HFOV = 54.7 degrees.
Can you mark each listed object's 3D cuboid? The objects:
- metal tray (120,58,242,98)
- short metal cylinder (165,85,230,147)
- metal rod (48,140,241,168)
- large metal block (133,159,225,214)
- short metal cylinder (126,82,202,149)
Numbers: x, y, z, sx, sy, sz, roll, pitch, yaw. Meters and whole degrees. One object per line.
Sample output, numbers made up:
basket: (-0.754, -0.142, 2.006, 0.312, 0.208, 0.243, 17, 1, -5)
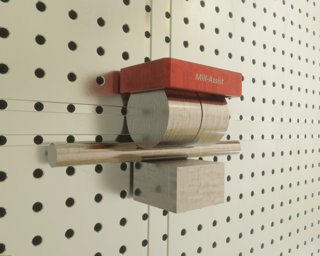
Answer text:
metal tray: (0.028, -0.056, 0.386, 0.131, 0.090, 0.030, 1, 89, -40)
short metal cylinder: (0.043, -0.015, 0.406, 0.050, 0.080, 0.080, 2, 89, -40)
metal rod: (0.007, 0.030, 0.410, 0.302, 0.025, 0.025, 1, 90, -40)
large metal block: (0.023, 0.067, 0.388, 0.081, 0.080, 0.050, 1, 90, -40)
short metal cylinder: (0.003, -0.016, 0.373, 0.050, 0.080, 0.079, 1, 90, -40)
